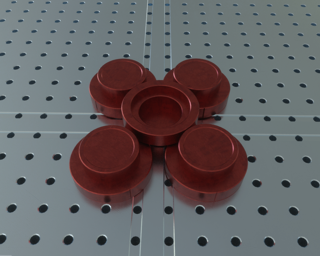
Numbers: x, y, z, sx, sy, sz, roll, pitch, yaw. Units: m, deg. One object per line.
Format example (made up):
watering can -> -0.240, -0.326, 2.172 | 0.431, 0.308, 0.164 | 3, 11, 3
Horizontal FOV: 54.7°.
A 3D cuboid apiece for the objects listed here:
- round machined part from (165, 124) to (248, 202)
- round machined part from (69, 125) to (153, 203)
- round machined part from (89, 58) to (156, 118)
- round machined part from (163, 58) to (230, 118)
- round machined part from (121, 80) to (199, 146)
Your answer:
round machined part -> 0.055, 0.034, 0.368 | 0.099, 0.042, 0.098 | 0, 50, 0
round machined part -> -0.058, 0.035, 0.367 | 0.099, 0.042, 0.098 | 0, 50, 0
round machined part -> -0.053, -0.063, 0.448 | 0.099, 0.042, 0.098 | 0, 50, 0
round machined part -> 0.053, -0.064, 0.450 | 0.099, 0.042, 0.098 | 0, 50, 0
round machined part -> 0.001, -0.015, 0.407 | 0.099, 0.042, 0.098 | 0, 50, 0
